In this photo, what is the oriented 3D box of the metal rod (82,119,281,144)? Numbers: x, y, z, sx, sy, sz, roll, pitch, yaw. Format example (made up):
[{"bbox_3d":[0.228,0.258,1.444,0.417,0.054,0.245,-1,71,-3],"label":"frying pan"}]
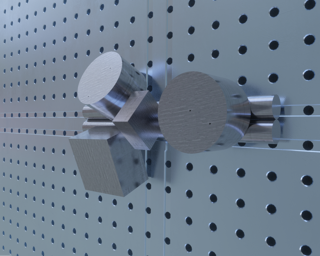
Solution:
[{"bbox_3d":[0.001,0.002,0.404,0.300,0.025,0.025,1,91,40],"label":"metal rod"}]

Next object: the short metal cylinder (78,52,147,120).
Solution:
[{"bbox_3d":[-0.066,-0.056,0.424,0.080,0.050,0.080,-19,55,30],"label":"short metal cylinder"}]

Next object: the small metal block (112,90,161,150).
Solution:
[{"bbox_3d":[-0.022,-0.009,0.370,0.025,0.050,0.050,1,49,40],"label":"small metal block"}]

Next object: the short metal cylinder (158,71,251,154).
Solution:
[{"bbox_3d":[0.045,-0.015,0.319,0.080,0.050,0.079,0,90,40],"label":"short metal cylinder"}]

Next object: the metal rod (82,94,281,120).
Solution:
[{"bbox_3d":[0.001,-0.023,0.404,0.300,0.025,0.025,1,91,40],"label":"metal rod"}]

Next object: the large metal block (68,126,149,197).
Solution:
[{"bbox_3d":[-0.071,0.043,0.429,0.080,0.050,0.080,-1,110,40],"label":"large metal block"}]
